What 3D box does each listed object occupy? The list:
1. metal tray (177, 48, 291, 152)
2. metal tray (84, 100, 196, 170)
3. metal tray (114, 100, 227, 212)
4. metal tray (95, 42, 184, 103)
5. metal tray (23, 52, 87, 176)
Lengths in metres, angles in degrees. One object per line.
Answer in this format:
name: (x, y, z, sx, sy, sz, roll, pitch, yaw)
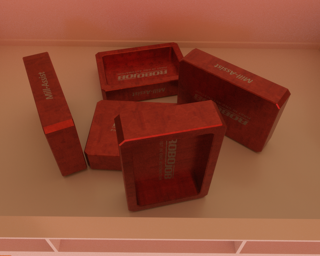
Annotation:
metal tray: (0.084, -0.034, 0.390, 0.130, 0.089, 0.030, 31, 57, 23)
metal tray: (-0.020, 0.009, 0.390, 0.131, 0.030, 0.090, 3, 50, 2)
metal tray: (0.008, 0.033, 0.305, 0.091, 0.129, 0.030, -9, 51, -9)
metal tray: (-0.026, -0.085, 0.470, 0.131, 0.030, 0.090, -10, 51, -9)
metal tray: (-0.127, -0.018, 0.374, 0.030, 0.089, 0.130, -19, 53, -16)
